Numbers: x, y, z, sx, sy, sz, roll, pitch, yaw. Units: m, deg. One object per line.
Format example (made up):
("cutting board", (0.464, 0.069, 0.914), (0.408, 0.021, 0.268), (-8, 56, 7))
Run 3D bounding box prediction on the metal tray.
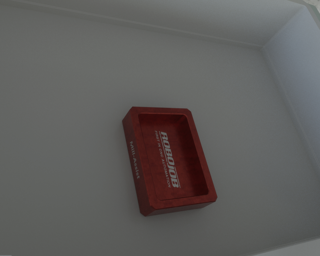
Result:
("metal tray", (0.010, 0.037, 0.386), (0.091, 0.030, 0.130), (0, 62, -29))
